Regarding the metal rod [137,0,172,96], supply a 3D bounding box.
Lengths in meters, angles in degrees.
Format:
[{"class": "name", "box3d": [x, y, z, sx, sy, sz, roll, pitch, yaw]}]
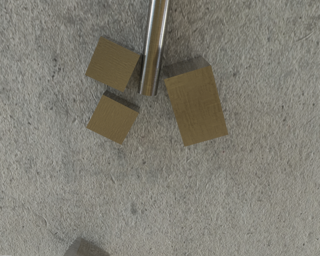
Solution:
[{"class": "metal rod", "box3d": [0.006, -0.182, 0.342, 0.025, 0.025, 0.298, 8, 110, -4]}]

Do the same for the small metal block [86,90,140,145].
[{"class": "small metal block", "box3d": [-0.060, -0.014, 0.404, 0.050, 0.025, 0.050, 27, 108, -10]}]

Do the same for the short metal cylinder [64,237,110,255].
[{"class": "short metal cylinder", "box3d": [-0.118, 0.210, 0.456, 0.050, 0.080, 0.080, 36, 106, -13]}]

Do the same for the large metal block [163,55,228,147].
[{"class": "large metal block", "box3d": [0.040, -0.035, 0.368, 0.050, 0.080, 0.080, -16, 110, 5]}]

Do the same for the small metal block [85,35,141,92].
[{"class": "small metal block", "box3d": [-0.057, -0.079, 0.380, 0.050, 0.025, 0.050, 24, 108, -9]}]
